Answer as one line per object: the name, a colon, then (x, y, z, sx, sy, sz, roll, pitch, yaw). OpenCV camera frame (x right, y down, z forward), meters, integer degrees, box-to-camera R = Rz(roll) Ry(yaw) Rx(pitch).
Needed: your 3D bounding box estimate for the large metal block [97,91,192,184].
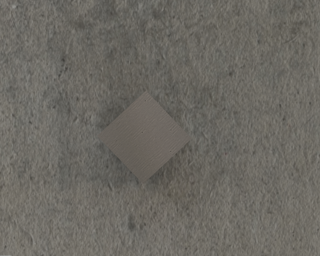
large metal block: (-0.019, 0.011, 0.397, 0.080, 0.050, 0.080, -43, 91, 0)
